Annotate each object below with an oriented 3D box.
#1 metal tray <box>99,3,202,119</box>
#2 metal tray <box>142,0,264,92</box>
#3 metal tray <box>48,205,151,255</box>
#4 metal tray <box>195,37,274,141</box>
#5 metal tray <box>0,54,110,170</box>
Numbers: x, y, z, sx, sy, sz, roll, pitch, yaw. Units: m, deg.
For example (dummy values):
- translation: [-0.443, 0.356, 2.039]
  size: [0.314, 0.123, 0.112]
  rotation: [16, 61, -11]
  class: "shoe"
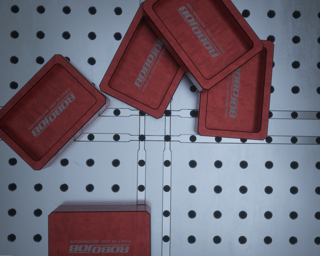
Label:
- translation: [-0.010, -0.087, 0.410]
  size: [0.090, 0.030, 0.130]
  rotation: [27, 90, -1]
  class: "metal tray"
- translation: [0.051, -0.121, 0.380]
  size: [0.090, 0.030, 0.130]
  rotation: [-37, 90, -1]
  class: "metal tray"
- translation: [-0.077, 0.151, 0.410]
  size: [0.131, 0.030, 0.089]
  rotation: [0, 90, -1]
  class: "metal tray"
- translation: [0.097, -0.051, 0.412]
  size: [0.091, 0.030, 0.129]
  rotation: [4, 90, -1]
  class: "metal tray"
- translation: [-0.143, -0.020, 0.408]
  size: [0.090, 0.030, 0.130]
  rotation: [44, 90, -1]
  class: "metal tray"
